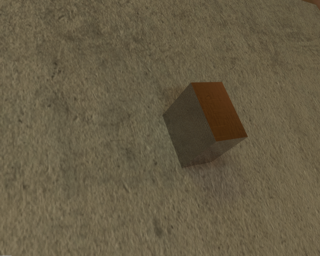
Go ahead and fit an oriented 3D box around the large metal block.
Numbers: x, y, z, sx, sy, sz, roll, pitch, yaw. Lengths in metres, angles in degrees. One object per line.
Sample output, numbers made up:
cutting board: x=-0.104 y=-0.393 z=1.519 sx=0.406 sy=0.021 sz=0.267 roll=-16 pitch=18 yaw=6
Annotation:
large metal block: x=0.054 y=-0.004 z=0.402 sx=0.050 sy=0.080 sz=0.080 roll=-6 pitch=65 yaw=-31
